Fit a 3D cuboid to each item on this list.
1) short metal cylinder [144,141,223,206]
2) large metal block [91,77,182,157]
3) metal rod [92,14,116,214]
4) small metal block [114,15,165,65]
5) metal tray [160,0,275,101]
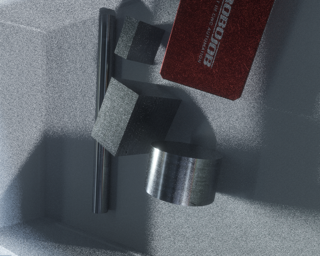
[{"bbox_3d":[0.026,0.048,0.348,0.080,0.081,0.050,16,100,38],"label":"short metal cylinder"},{"bbox_3d":[-0.029,-0.013,0.393,0.050,0.081,0.079,36,112,34],"label":"large metal block"},{"bbox_3d":[-0.086,-0.020,0.475,0.025,0.025,0.298,4,93,39],"label":"metal rod"},{"bbox_3d":[-0.026,-0.115,0.410,0.025,0.050,0.050,34,111,34],"label":"small metal block"},{"bbox_3d":[0.062,-0.104,0.329,0.090,0.030,0.129,20,104,13],"label":"metal tray"}]
